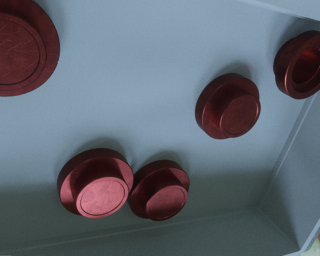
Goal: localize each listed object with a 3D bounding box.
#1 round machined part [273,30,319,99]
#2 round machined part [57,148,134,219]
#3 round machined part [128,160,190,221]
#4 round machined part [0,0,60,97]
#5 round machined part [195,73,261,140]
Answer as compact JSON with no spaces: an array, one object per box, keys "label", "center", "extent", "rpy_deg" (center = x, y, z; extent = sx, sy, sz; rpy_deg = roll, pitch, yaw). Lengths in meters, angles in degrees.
[{"label":"round machined part","center":[0.208,-0.095,0.455],"extent":[0.099,0.042,0.097],"rpy_deg":[-14,125,-21]},{"label":"round machined part","center":[-0.080,0.078,0.404],"extent":[0.099,0.042,0.097],"rpy_deg":[-14,125,-21]},{"label":"round machined part","center":[0.002,0.099,0.462],"extent":[0.099,0.042,0.097],"rpy_deg":[-14,125,-21]},{"label":"round machined part","center":[-0.140,-0.072,0.277],"extent":[0.099,0.042,0.097],"rpy_deg":[-14,125,-21]},{"label":"round machined part","center":[0.103,-0.025,0.441],"extent":[0.099,0.042,0.097],"rpy_deg":[-14,125,-21]}]
